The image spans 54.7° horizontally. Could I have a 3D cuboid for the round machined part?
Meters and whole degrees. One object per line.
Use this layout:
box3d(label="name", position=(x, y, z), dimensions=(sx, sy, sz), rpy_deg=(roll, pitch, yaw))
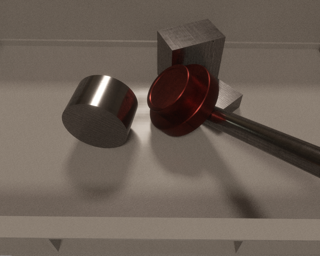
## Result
box3d(label="round machined part", position=(0.022, -0.041, 0.394), dimensions=(0.098, 0.042, 0.098), rpy_deg=(-28, 44, 32))

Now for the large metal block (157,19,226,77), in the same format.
box3d(label="large metal block", position=(0.043, -0.105, 0.458), dimensions=(0.081, 0.080, 0.050), rpy_deg=(-18, 53, -15))

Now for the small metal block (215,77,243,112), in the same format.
box3d(label="small metal block", position=(0.080, -0.040, 0.440), dimensions=(0.050, 0.025, 0.050), rpy_deg=(-35, 59, -26))

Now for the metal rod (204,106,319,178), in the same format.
box3d(label="metal rod", position=(0.106, 0.010, 0.319), dimensions=(0.025, 0.025, 0.300), rpy_deg=(-27, 31, -21))

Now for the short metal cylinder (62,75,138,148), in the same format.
box3d(label="short metal cylinder", position=(-0.073, -0.019, 0.384), dimensions=(0.080, 0.080, 0.050), rpy_deg=(9, 51, 7))
